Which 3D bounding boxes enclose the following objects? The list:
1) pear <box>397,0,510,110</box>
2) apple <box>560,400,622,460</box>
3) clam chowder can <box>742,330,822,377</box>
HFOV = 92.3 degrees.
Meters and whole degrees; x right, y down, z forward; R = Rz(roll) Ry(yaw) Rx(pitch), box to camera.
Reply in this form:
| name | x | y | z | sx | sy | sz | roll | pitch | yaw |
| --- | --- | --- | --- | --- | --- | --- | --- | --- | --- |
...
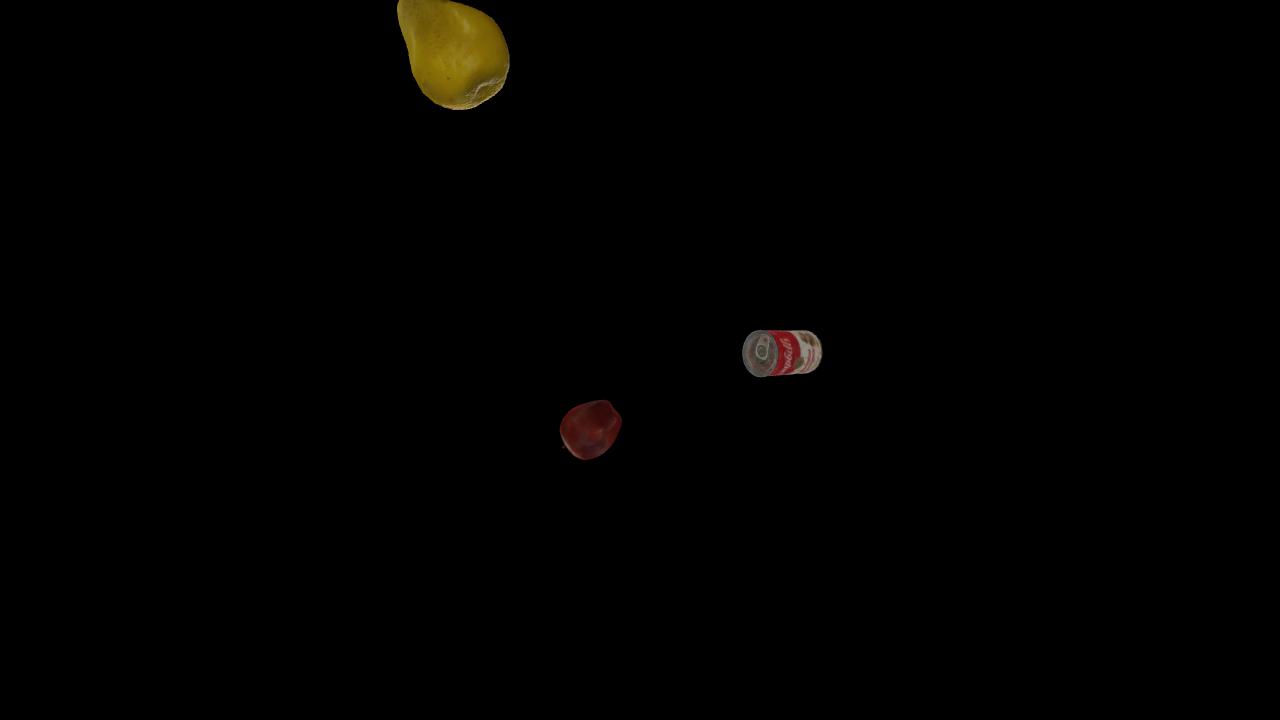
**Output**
| name | x | y | z | sx | sy | sz | roll | pitch | yaw |
| --- | --- | --- | --- | --- | --- | --- | --- | --- | --- |
| pear | -0.156 | -0.259 | 0.489 | 0.080 | 0.111 | 0.080 | -33 | 4 | 3 |
| apple | -0.072 | 0.099 | 0.881 | 0.093 | 0.079 | 0.079 | -37 | 4 | -6 |
| clam chowder can | 0.210 | -0.011 | 0.902 | 0.102 | 0.068 | 0.068 | -3 | 2 | -36 |
